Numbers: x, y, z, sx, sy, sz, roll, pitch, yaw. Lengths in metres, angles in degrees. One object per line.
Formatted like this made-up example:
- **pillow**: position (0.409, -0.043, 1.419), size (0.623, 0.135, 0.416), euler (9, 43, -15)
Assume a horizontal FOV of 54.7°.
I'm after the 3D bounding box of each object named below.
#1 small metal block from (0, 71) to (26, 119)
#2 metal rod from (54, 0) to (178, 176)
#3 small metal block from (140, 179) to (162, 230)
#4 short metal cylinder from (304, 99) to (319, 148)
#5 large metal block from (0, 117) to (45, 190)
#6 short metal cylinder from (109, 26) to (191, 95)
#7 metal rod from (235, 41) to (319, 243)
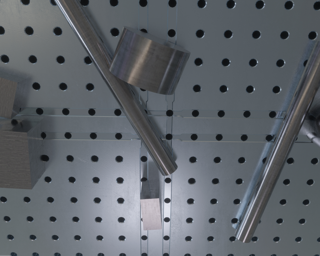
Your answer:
- **small metal block**: position (-0.206, -0.045, 0.395), size (0.050, 0.025, 0.050), euler (18, 109, -7)
- **metal rod**: position (-0.058, -0.063, 0.389), size (0.025, 0.025, 0.299), euler (-27, 108, 9)
- **small metal block**: position (-0.012, 0.108, 0.440), size (0.025, 0.050, 0.050), euler (-4, 110, 1)
- **short metal cylinder**: position (0.239, -0.001, 0.401), size (0.081, 0.050, 0.079), euler (0, 110, 0)
- **large metal block**: position (-0.204, 0.031, 0.410), size (0.081, 0.050, 0.079), euler (4, 110, -2)
- **short metal cylinder**: position (-0.012, -0.078, 0.355), size (0.080, 0.080, 0.050), euler (20, 109, -7)
- **metal rod**: position (0.165, 0.032, 0.426), size (0.025, 0.025, 0.298), euler (14, 110, -5)
